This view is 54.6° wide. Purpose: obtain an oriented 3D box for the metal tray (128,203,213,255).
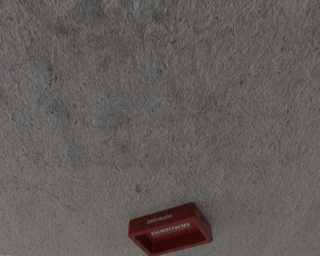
[{"bbox_3d":[0.019,0.188,0.563,0.130,0.030,0.090,-21,127,16],"label":"metal tray"}]
